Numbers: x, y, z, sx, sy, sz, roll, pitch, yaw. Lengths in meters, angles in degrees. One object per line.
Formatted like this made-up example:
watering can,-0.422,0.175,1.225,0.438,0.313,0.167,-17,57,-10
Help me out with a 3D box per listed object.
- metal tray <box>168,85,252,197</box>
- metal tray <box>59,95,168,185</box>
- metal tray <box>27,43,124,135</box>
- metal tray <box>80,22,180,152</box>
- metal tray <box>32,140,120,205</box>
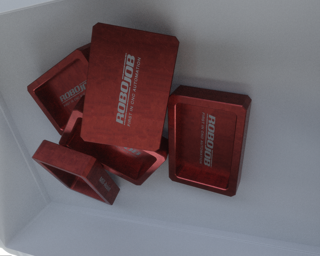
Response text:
metal tray,0.057,0.017,0.383,0.090,0.030,0.129,12,124,21
metal tray,-0.062,0.021,0.420,0.131,0.030,0.089,29,137,-10
metal tray,-0.117,-0.048,0.433,0.130,0.030,0.090,-22,107,36
metal tray,-0.035,-0.044,0.349,0.091,0.030,0.129,9,105,-4
metal tray,-0.122,0.071,0.472,0.090,0.030,0.130,16,154,19
